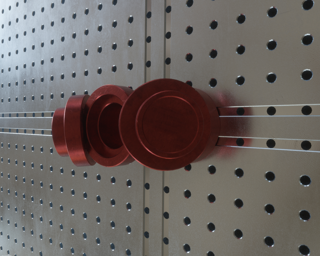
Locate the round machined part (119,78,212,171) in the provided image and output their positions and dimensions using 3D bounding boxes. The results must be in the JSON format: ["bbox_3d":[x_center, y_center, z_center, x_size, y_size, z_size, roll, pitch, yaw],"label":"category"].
[{"bbox_3d":[0.007,-0.004,0.324,0.042,0.099,0.097,-179,89,-80],"label":"round machined part"}]

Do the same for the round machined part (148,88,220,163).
[{"bbox_3d":[0.020,-0.003,0.380,0.098,0.042,0.097,0,90,39],"label":"round machined part"}]

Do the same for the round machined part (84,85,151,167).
[{"bbox_3d":[-0.049,-0.003,0.381,0.098,0.042,0.097,0,90,39],"label":"round machined part"}]

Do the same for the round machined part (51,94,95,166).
[{"bbox_3d":[-0.115,0.004,0.424,0.042,0.098,0.097,-4,87,2],"label":"round machined part"}]

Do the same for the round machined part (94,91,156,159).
[{"bbox_3d":[-0.056,-0.004,0.442,0.098,0.042,0.097,0,90,39],"label":"round machined part"}]
